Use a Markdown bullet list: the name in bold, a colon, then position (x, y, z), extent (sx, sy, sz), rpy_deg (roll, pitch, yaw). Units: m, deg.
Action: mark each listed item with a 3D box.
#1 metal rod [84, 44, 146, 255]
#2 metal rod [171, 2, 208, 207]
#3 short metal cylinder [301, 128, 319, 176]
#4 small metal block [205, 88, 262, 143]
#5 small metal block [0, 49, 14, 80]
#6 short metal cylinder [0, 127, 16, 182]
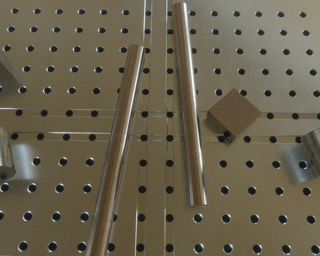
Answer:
- **metal rod**: position (-0.055, 0.024, 0.402), extent (0.025, 0.025, 0.299), rpy_deg (8, 70, 3)
- **metal rod**: position (0.038, -0.046, 0.428), extent (0.025, 0.025, 0.299), rpy_deg (-3, 70, -1)
- **short metal cylinder**: position (0.222, 0.022, 0.376), extent (0.081, 0.080, 0.050), rpy_deg (-15, 71, -5)
- **small metal block**: position (0.099, -0.017, 0.419), extent (0.050, 0.025, 0.050), rpy_deg (-41, 75, -14)
- **small metal block**: position (-0.240, -0.087, 0.428), extent (0.050, 0.050, 0.025), rpy_deg (-17, 71, -6)
- **short metal cylinder**: position (-0.218, 0.036, 0.368), extent (0.081, 0.080, 0.050), rpy_deg (-16, 71, -6)
